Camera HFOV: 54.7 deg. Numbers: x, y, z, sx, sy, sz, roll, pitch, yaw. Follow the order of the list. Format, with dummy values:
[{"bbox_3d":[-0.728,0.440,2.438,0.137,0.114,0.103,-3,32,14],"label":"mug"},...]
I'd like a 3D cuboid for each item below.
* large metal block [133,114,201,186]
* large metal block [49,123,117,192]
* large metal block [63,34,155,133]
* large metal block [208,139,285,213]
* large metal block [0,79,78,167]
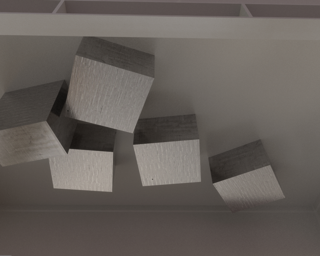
[{"bbox_3d":[0.012,0.031,0.419,0.080,0.050,0.080,-5,130,4],"label":"large metal block"},{"bbox_3d":[-0.103,0.041,0.426,0.081,0.050,0.079,5,130,-5],"label":"large metal block"},{"bbox_3d":[-0.057,-0.048,0.351,0.081,0.050,0.079,15,129,-13],"label":"large metal block"},{"bbox_3d":[0.127,0.073,0.457,0.080,0.050,0.080,-22,127,17],"label":"large metal block"},{"bbox_3d":[-0.148,-0.007,0.365,0.080,0.080,0.050,-11,129,8],"label":"large metal block"}]
